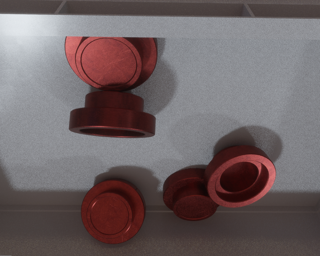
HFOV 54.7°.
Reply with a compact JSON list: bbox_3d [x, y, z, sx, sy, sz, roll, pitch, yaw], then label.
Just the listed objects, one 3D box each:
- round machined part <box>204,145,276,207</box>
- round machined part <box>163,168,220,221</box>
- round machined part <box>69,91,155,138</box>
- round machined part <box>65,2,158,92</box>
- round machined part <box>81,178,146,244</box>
[{"bbox_3d":[0.110,0.064,0.445,0.099,0.042,0.097,-5,122,-7],"label":"round machined part"},{"bbox_3d":[0.054,0.112,0.493,0.099,0.042,0.097,0,130,0],"label":"round machined part"},{"bbox_3d":[-0.054,-0.015,0.363,0.099,0.042,0.098,3,172,1],"label":"round machined part"},{"bbox_3d":[-0.052,-0.078,0.331,0.099,0.042,0.097,0,130,0],"label":"round machined part"},{"bbox_3d":[-0.072,0.128,0.471,0.099,0.042,0.097,0,88,3],"label":"round machined part"}]
